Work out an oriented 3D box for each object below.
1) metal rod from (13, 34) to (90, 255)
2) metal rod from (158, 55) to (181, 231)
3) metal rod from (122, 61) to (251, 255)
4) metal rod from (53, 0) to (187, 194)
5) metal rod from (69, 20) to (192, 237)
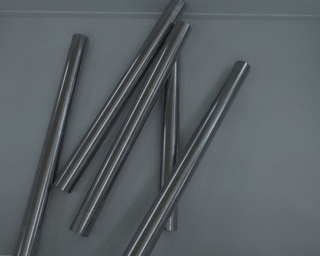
[{"bbox_3d":[-0.136,0.008,0.405,0.025,0.025,0.299,7,70,2],"label":"metal rod"},{"bbox_3d":[0.014,-0.019,0.416,0.025,0.025,0.299,2,70,1],"label":"metal rod"},{"bbox_3d":[0.043,0.028,0.379,0.025,0.025,0.300,28,65,10],"label":"metal rod"},{"bbox_3d":[-0.047,-0.052,0.413,0.025,0.025,0.300,28,78,10],"label":"metal rod"},{"bbox_3d":[-0.032,-0.009,0.396,0.025,0.025,0.299,24,78,8],"label":"metal rod"}]
